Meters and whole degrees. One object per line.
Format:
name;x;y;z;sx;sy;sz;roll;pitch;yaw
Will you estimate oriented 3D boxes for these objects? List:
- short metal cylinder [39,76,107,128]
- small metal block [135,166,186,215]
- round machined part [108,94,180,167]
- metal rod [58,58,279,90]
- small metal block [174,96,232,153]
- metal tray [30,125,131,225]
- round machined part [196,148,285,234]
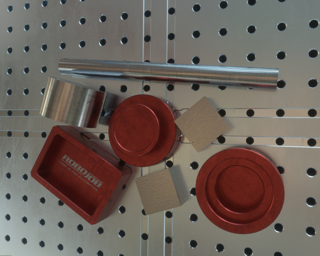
short metal cylinder;-0.118;-0.036;0.425;0.080;0.080;0.050;19;96;19
small metal block;0.001;0.083;0.412;0.050;0.025;0.050;-20;83;18
round machined part;-0.026;0.003;0.412;0.098;0.042;0.097;-1;87;19
metal rod;-0.003;-0.075;0.413;0.301;0.025;0.025;7;93;19
small metal block;0.055;-0.005;0.393;0.050;0.025;0.050;-40;78;15
metal tray;-0.117;0.065;0.451;0.130;0.030;0.090;32;101;17
round machined part;0.095;0.071;0.370;0.098;0.042;0.097;0;90;20
